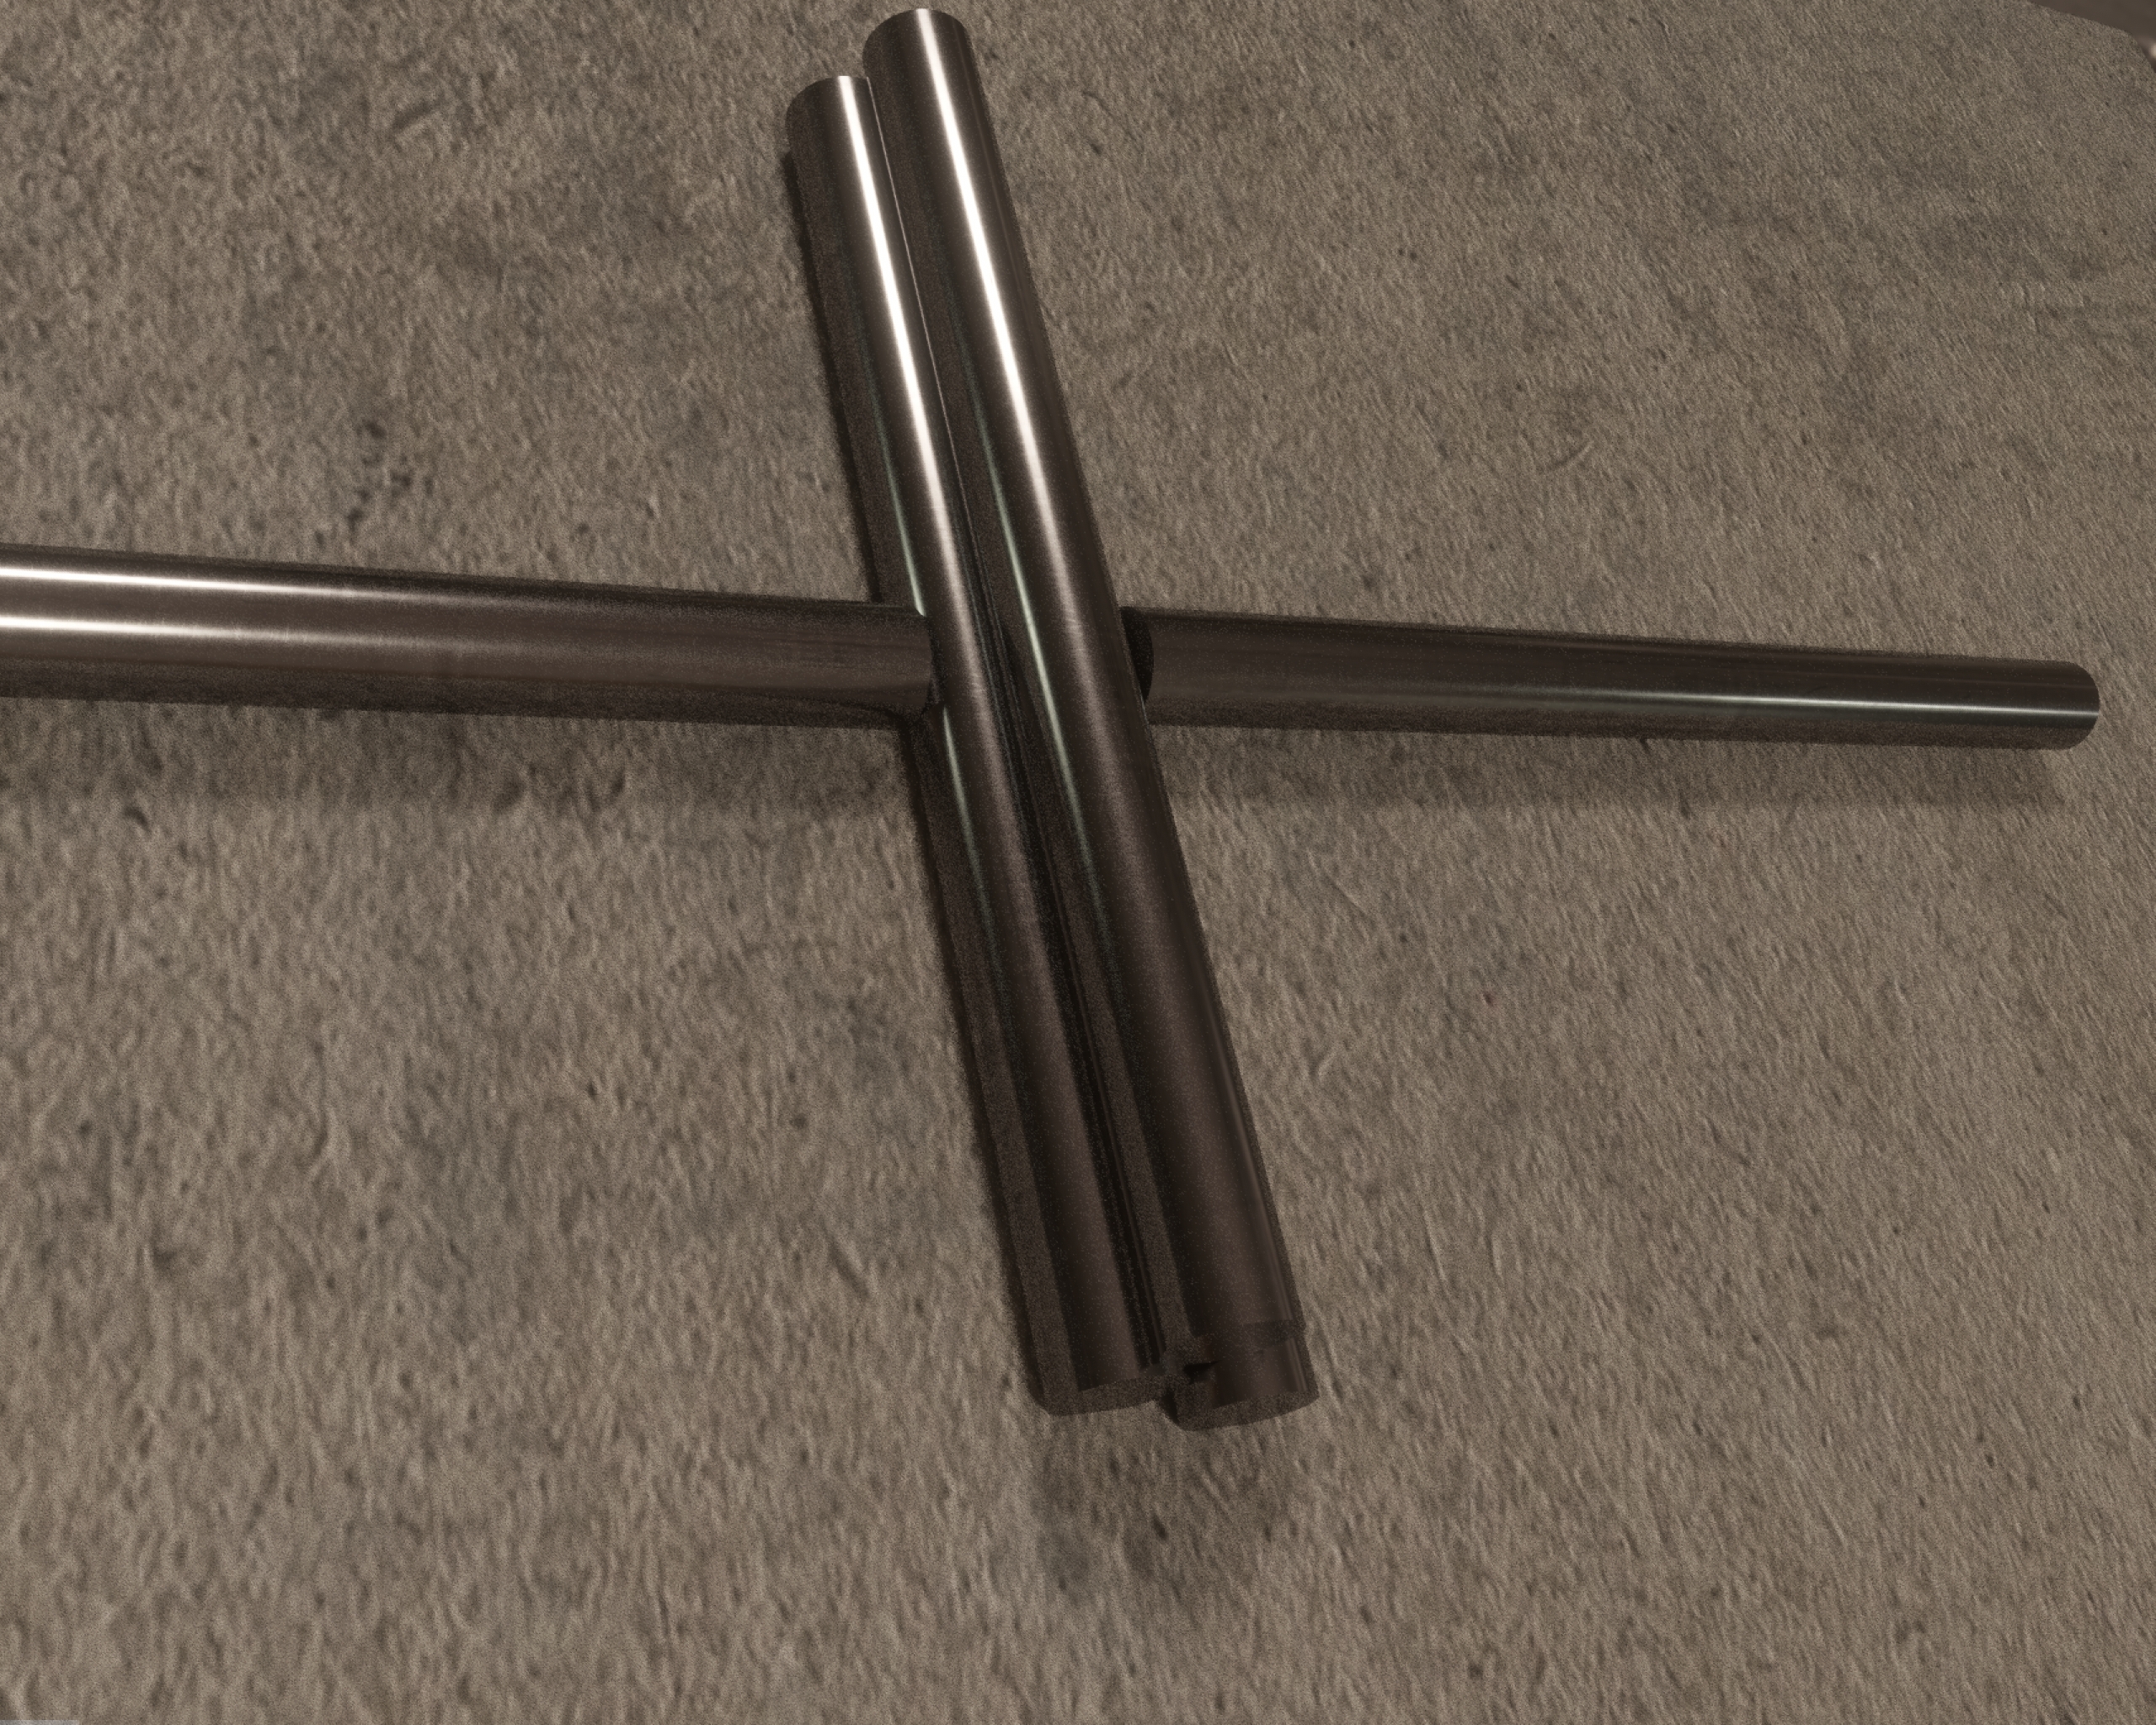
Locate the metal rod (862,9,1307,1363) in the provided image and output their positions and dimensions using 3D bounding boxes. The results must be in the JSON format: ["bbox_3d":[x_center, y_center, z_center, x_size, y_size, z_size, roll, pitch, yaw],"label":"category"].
[{"bbox_3d":[-0.005,-0.052,0.410,0.025,0.025,0.299,1,61,-28],"label":"metal rod"}]

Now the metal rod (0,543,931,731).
[{"bbox_3d":[-0.167,-0.039,0.339,0.303,0.025,0.025,0,62,-28],"label":"metal rod"}]

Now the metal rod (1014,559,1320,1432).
[{"bbox_3d":[-0.001,-0.035,0.429,0.025,0.025,0.299,1,61,-28],"label":"metal rod"}]

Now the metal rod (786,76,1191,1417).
[{"bbox_3d":[-0.024,-0.041,0.419,0.025,0.025,0.299,1,61,-28],"label":"metal rod"}]

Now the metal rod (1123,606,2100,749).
[{"bbox_3d":[0.142,-0.043,0.510,0.303,0.025,0.025,-1,62,-29],"label":"metal rod"}]
